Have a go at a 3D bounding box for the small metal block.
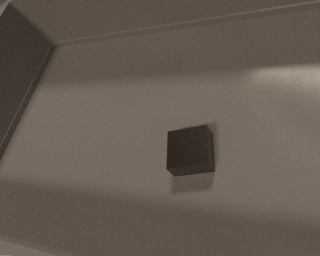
[{"bbox_3d":[0.037,0.027,0.369,0.050,0.025,0.050,-11,57,22],"label":"small metal block"}]
